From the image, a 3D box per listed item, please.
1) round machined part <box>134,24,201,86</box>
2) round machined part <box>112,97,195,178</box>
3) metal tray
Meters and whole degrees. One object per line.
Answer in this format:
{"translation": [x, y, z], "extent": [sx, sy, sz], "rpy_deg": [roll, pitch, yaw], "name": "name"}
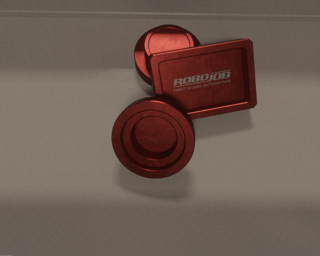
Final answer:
{"translation": [0.012, -0.107, 0.440], "extent": [0.099, 0.042, 0.098], "rpy_deg": [0, 70, -1], "name": "round machined part"}
{"translation": [-0.006, 0.009, 0.380], "extent": [0.099, 0.042, 0.097], "rpy_deg": [2, 108, 6], "name": "round machined part"}
{"translation": [0.056, -0.061, 0.404], "extent": [0.131, 0.030, 0.089], "rpy_deg": [-11, 107, -5], "name": "metal tray"}
